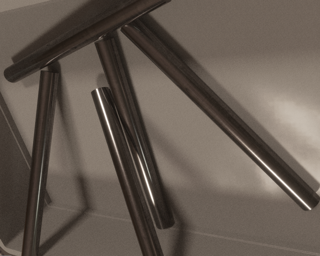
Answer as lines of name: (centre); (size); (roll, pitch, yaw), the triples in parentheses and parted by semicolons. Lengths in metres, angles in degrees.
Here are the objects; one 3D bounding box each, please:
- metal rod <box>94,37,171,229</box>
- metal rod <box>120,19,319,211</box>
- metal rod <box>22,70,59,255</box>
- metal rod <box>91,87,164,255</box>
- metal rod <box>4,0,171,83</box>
metal rod: (-0.031, 0.024, 0.437); (0.025, 0.025, 0.298); (-2, 118, 28)
metal rod: (0.072, -0.015, 0.360); (0.300, 0.025, 0.025); (44, 129, -3)
metal rod: (-0.183, 0.063, 0.470); (0.025, 0.025, 0.298); (14, 102, 20)
metal rod: (-0.033, 0.089, 0.401); (0.025, 0.025, 0.299); (-25, 80, 36)
metal rod: (-0.112, -0.106, 0.383); (0.300, 0.025, 0.025); (-12, 113, 38)
